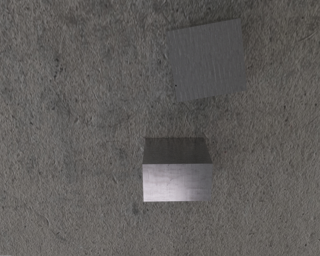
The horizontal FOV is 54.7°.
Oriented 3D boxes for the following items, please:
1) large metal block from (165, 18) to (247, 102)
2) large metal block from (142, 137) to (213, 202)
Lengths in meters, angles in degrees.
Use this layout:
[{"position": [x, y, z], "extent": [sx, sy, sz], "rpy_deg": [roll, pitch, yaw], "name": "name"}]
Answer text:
[{"position": [0.053, -0.082, 0.367], "extent": [0.080, 0.050, 0.079], "rpy_deg": [-10, 110, 3], "name": "large metal block"}, {"position": [0.020, 0.050, 0.399], "extent": [0.081, 0.080, 0.050], "rpy_deg": [-1, 110, 0], "name": "large metal block"}]
